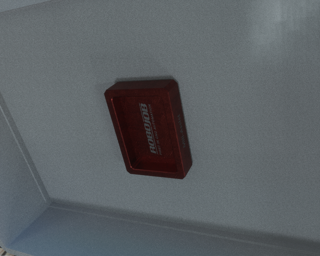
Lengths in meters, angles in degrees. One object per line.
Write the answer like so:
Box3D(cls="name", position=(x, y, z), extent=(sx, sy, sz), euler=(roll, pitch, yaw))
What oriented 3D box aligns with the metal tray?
Box3D(cls="metal tray", position=(-0.013, 0.003, 0.409), extent=(0.090, 0.030, 0.129), euler=(1, 119, 26))
